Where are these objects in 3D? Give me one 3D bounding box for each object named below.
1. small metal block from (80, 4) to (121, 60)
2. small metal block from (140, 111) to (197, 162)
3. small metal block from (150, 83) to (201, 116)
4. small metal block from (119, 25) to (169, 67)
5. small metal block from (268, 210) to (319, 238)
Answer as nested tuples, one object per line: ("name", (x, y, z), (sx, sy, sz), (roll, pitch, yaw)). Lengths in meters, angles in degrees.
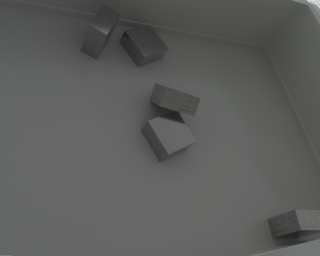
("small metal block", (-0.082, -0.131, 0.425), (0.025, 0.050, 0.050), (28, 52, -11))
("small metal block", (0.011, 0.010, 0.405), (0.050, 0.025, 0.050), (-21, 73, -36))
("small metal block", (0.019, -0.039, 0.421), (0.050, 0.050, 0.025), (15, 99, -20))
("small metal block", (-0.024, -0.125, 0.469), (0.050, 0.025, 0.050), (-28, 77, -37))
("small metal block", (0.182, 0.127, 0.409), (0.050, 0.050, 0.025), (8, 58, -24))
